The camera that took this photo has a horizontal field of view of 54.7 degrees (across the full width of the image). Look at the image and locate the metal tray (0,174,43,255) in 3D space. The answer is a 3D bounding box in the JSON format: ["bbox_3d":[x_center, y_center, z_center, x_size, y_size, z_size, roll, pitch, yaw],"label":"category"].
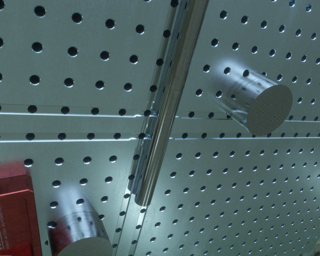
[{"bbox_3d":[-0.197,0.124,0.376,0.091,0.030,0.129,-8,122,-24],"label":"metal tray"}]

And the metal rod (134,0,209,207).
[{"bbox_3d":[0.009,-0.022,0.402,0.025,0.025,0.298,1,118,-29],"label":"metal rod"}]

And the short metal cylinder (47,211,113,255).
[{"bbox_3d":[-0.113,0.164,0.435,0.081,0.050,0.079,-14,124,-21],"label":"short metal cylinder"}]

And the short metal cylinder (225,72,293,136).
[{"bbox_3d":[0.143,-0.035,0.452,0.081,0.050,0.079,-14,124,-21],"label":"short metal cylinder"}]
